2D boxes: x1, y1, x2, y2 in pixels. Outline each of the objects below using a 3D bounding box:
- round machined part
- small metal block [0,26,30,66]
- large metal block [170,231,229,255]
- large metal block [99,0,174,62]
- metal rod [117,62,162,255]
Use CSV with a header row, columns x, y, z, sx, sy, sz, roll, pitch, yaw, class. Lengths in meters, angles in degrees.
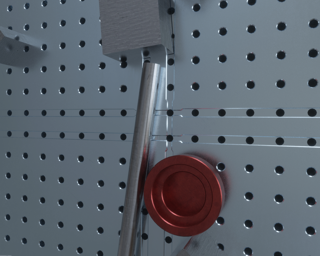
x,y,z,sx,sy,sz,roll,pitch,yaw,class
0.033,0.082,0.391,0.098,0.042,0.097,0,89,20,round machined part
-0.244,-0.128,0.486,0.050,0.050,0.025,-41,77,15,small metal block
0.050,0.174,0.365,0.080,0.080,0.050,45,104,14,large metal block
-0.030,-0.138,0.410,0.080,0.050,0.080,-5,88,20,large metal block
-0.031,0.062,0.423,0.025,0.025,0.298,9,93,20,metal rod
